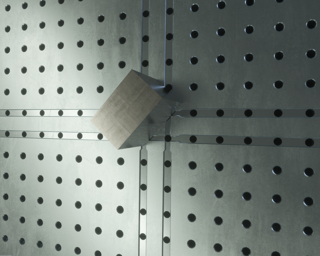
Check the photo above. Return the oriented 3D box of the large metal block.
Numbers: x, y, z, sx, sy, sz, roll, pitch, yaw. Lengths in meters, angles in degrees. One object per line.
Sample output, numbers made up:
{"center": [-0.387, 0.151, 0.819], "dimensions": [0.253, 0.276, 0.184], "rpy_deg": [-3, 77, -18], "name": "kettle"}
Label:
{"center": [-0.027, -0.021, 0.392], "dimensions": [0.050, 0.080, 0.080], "rpy_deg": [45, 104, 14], "name": "large metal block"}
